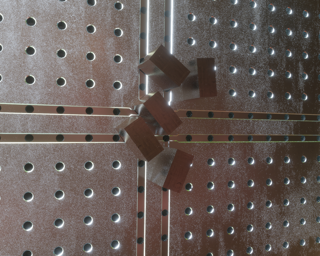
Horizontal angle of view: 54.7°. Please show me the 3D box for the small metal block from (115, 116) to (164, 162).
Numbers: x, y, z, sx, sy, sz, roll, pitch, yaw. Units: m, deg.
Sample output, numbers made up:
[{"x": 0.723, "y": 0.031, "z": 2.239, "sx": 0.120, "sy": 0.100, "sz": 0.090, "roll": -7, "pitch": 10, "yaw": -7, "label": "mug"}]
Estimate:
[{"x": -0.027, "y": 0.013, "z": 0.390, "sx": 0.025, "sy": 0.050, "sz": 0.050, "roll": -38, "pitch": 103, "yaw": -16, "label": "small metal block"}]

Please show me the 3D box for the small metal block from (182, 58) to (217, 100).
[{"x": 0.052, "y": -0.065, "z": 0.420, "sx": 0.025, "sy": 0.050, "sz": 0.050, "roll": -6, "pitch": 92, "yaw": -20, "label": "small metal block"}]

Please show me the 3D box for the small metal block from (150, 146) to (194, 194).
[{"x": 0.014, "y": 0.053, "z": 0.406, "sx": 0.025, "sy": 0.050, "sz": 0.050, "roll": 25, "pitch": 82, "yaw": -19, "label": "small metal block"}]

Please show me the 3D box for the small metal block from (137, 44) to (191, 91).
[{"x": 0.004, "y": -0.076, "z": 0.402, "sx": 0.050, "sy": 0.050, "sz": 0.025, "roll": 40, "pitch": 77, "yaw": -16, "label": "small metal block"}]

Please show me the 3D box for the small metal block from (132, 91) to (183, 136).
[{"x": -0.005, "y": -0.018, "z": 0.399, "sx": 0.025, "sy": 0.050, "sz": 0.050, "roll": -42, "pitch": 104, "yaw": -15, "label": "small metal block"}]
